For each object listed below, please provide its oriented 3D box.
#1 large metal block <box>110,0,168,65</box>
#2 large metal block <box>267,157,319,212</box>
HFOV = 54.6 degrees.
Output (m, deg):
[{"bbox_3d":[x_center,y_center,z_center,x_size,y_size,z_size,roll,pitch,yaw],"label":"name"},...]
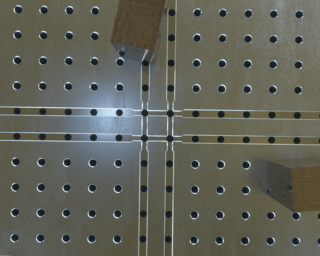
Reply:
[{"bbox_3d":[-0.022,-0.130,0.386,0.050,0.080,0.080,13,90,0],"label":"large metal block"},{"bbox_3d":[0.189,0.067,0.387,0.080,0.080,0.050,-4,90,0],"label":"large metal block"}]
